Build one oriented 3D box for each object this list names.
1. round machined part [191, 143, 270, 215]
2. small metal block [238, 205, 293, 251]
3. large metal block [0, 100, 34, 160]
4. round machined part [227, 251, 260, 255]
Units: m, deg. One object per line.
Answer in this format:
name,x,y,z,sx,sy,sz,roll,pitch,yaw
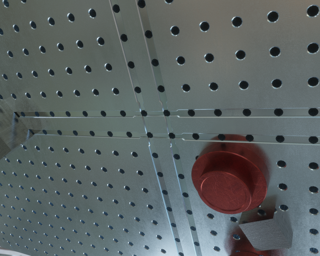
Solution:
round machined part,0.087,0.072,0.399,0.098,0.042,0.097,13,124,21
small metal block,0.144,0.137,0.420,0.050,0.025,0.050,-25,105,37
large metal block,-0.289,0.009,0.553,0.080,0.050,0.080,-29,103,37
round machined part,0.134,0.228,0.471,0.098,0.042,0.097,13,124,21
